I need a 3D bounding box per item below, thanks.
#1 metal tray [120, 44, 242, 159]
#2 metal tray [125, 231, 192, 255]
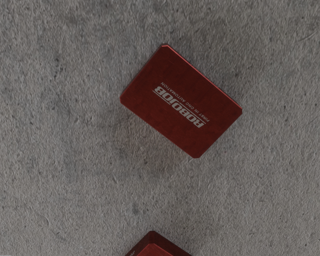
[{"bbox_3d":[0.027,-0.032,0.395,0.130,0.030,0.090,38,106,-13],"label":"metal tray"},{"bbox_3d":[-0.020,0.234,0.493,0.090,0.030,0.130,38,106,-13],"label":"metal tray"}]
